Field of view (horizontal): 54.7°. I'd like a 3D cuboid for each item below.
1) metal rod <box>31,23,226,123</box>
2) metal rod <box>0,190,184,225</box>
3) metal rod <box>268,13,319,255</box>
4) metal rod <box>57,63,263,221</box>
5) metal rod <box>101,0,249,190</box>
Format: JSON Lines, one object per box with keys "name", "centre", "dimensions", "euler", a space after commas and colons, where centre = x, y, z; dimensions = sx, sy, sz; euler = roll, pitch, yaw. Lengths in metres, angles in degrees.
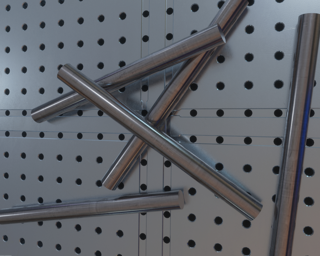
{"name": "metal rod", "centre": [-0.059, -0.064, 0.417], "dimensions": [0.300, 0.025, 0.025], "euler": [-19, 84, 24]}
{"name": "metal rod", "centre": [-0.113, 0.118, 0.450], "dimensions": [0.301, 0.025, 0.025], "euler": [-10, 87, 19]}
{"name": "metal rod", "centre": [0.155, 0.022, 0.358], "dimensions": [0.025, 0.025, 0.298], "euler": [7, 92, 19]}
{"name": "metal rod", "centre": [-0.005, 0.014, 0.389], "dimensions": [0.300, 0.025, 0.025], "euler": [36, 102, 6]}
{"name": "metal rod", "centre": [0.013, -0.039, 0.407], "dimensions": [0.025, 0.025, 0.299], "euler": [39, 102, 15]}
